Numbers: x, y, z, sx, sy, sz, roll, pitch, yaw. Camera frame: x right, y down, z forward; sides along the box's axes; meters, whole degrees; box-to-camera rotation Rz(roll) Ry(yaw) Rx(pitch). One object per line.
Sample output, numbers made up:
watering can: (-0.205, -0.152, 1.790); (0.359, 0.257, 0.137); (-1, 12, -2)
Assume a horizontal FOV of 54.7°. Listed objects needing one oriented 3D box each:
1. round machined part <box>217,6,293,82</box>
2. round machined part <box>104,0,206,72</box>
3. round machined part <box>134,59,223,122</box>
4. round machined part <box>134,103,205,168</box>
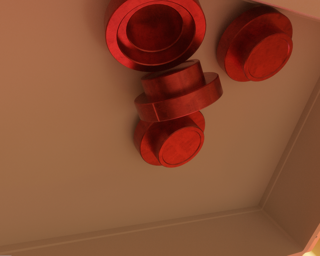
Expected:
round machined part: (0.126, -0.098, 0.392); (0.099, 0.042, 0.097); (-16, 138, -15)
round machined part: (-0.007, -0.106, 0.312); (0.099, 0.042, 0.098); (-8, 146, -5)
round machined part: (0.017, -0.046, 0.346); (0.099, 0.098, 0.042); (-24, 108, -14)
round machined part: (0.019, 0.014, 0.407); (0.099, 0.042, 0.097); (-19, 134, -20)
